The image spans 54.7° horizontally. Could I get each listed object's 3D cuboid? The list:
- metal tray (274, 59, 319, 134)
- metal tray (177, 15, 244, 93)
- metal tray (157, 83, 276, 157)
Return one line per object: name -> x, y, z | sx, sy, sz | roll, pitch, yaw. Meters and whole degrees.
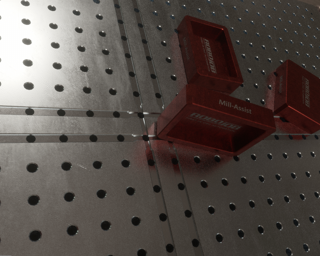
metal tray -> 0.266, -0.062, 0.589 | 0.090, 0.030, 0.130 | 28, 52, -11
metal tray -> 0.084, -0.127, 0.529 | 0.091, 0.030, 0.130 | 7, 59, -25
metal tray -> 0.073, -0.005, 0.410 | 0.131, 0.090, 0.030 | 15, 56, -21
